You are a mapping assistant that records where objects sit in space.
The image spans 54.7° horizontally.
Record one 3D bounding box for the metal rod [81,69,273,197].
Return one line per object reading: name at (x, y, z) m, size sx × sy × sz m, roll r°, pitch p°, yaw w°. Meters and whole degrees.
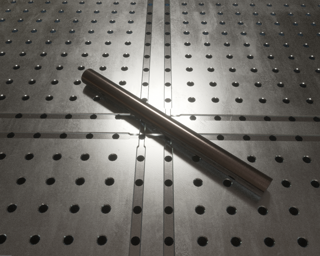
metal rod at (0.006, -0.005, 0.412) m, size 0.300 × 0.025 × 0.025 m, roll 33°, pitch 57°, yaw 24°
